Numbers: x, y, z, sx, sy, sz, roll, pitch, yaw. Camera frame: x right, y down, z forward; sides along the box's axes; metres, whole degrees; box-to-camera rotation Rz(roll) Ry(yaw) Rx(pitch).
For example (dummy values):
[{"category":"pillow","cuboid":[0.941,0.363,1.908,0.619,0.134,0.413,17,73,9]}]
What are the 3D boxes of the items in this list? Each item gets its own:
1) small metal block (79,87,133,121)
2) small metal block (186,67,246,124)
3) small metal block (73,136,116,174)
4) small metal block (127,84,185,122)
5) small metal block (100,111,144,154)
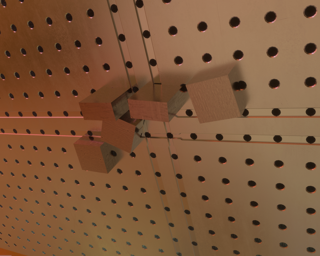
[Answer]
[{"category":"small metal block","cuboid":[-0.069,-0.032,0.410,0.050,0.050,0.025,2,119,26]},{"category":"small metal block","cuboid":[0.064,-0.036,0.354,0.050,0.025,0.050,-10,114,32]},{"category":"small metal block","cuboid":[-0.102,0.042,0.489,0.050,0.025,0.050,4,120,26]},{"category":"small metal block","cuboid":[-0.003,-0.032,0.376,0.050,0.050,0.025,7,121,24]},{"category":"small metal block","cuboid":[-0.054,0.001,0.439,0.050,0.025,0.050,24,127,13]}]
